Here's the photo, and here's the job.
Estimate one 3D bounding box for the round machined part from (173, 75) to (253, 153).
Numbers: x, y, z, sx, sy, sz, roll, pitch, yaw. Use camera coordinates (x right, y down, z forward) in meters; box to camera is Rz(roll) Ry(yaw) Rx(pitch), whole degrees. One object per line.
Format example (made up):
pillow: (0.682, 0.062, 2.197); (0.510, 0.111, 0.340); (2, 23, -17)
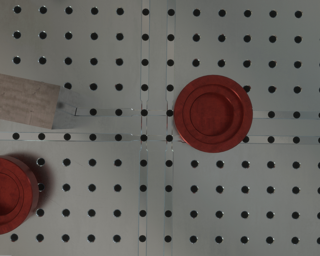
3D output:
round machined part: (0.067, -0.018, 0.405); (0.099, 0.042, 0.097); (0, 90, 0)

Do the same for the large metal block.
large metal block: (-0.155, -0.031, 0.385); (0.080, 0.080, 0.050); (12, 90, 0)

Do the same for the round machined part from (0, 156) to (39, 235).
round machined part: (-0.207, 0.084, 0.403); (0.099, 0.042, 0.097); (0, 90, 0)
